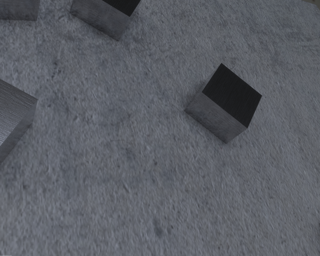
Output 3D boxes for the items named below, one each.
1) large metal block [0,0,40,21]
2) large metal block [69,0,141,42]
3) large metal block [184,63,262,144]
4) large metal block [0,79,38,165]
[{"bbox_3d":[-0.204,-0.186,0.391,0.081,0.050,0.080,-10,67,-33],"label":"large metal block"},{"bbox_3d":[-0.076,-0.190,0.464,0.080,0.050,0.080,29,52,-11],"label":"large metal block"},{"bbox_3d":[0.096,-0.037,0.464,0.080,0.050,0.080,38,51,-3],"label":"large metal block"},{"bbox_3d":[-0.179,-0.007,0.296,0.080,0.050,0.080,30,52,-10],"label":"large metal block"}]
